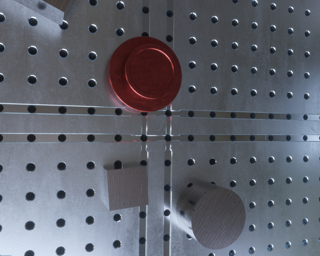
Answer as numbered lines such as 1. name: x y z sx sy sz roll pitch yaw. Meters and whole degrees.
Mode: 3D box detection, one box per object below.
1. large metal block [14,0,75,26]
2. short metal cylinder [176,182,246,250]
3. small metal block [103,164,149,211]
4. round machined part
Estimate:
1. large metal block: -0.131 -0.178 0.351 0.080 0.050 0.080 26 81 -18
2. short metal cylinder: 0.069 0.118 0.425 0.081 0.050 0.079 0 90 -20
3. small metal block: -0.044 0.075 0.397 0.050 0.025 0.050 -4 92 -20
4. round machined part: -0.016 -0.069 0.397 0.099 0.042 0.097 0 90 -20
